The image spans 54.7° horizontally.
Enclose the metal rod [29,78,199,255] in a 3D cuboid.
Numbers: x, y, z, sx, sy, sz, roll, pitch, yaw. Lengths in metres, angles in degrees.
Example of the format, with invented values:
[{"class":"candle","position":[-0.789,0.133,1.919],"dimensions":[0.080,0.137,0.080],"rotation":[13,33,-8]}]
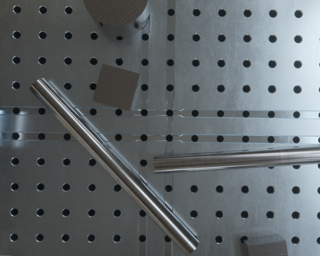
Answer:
[{"class":"metal rod","position":[-0.060,0.051,0.412],"dimensions":[0.025,0.025,0.300],"rotation":[-43,90,0]}]

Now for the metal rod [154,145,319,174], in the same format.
[{"class":"metal rod","position":[0.143,0.040,0.414],"dimensions":[0.302,0.025,0.025],"rotation":[-4,90,0]}]

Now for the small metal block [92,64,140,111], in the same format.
[{"class":"small metal block","position":[-0.057,-0.053,0.413],"dimensions":[0.050,0.025,0.050],"rotation":[15,90,0]}]

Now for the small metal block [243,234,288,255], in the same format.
[{"class":"small metal block","position":[0.142,0.174,0.415],"dimensions":[0.050,0.025,0.050],"rotation":[-9,90,0]}]

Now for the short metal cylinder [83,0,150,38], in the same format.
[{"class":"short metal cylinder","position":[-0.054,-0.163,0.400],"dimensions":[0.081,0.050,0.079],"rotation":[0,90,0]}]
